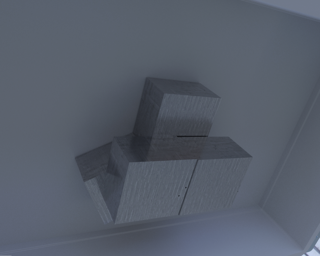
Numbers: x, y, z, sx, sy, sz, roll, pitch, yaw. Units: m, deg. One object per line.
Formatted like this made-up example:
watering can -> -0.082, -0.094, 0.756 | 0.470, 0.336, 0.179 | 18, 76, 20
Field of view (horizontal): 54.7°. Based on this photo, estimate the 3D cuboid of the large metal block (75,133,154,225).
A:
large metal block -> -0.053, 0.065, 0.402 | 0.081, 0.050, 0.080 | -24, 127, -14

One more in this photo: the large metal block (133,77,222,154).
large metal block -> 0.020, -0.014, 0.392 | 0.081, 0.050, 0.079 | 1, 118, -29

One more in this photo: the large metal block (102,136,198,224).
large metal block -> -0.014, 0.056, 0.353 | 0.081, 0.050, 0.079 | 1, 118, -29

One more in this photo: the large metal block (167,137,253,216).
large metal block -> 0.057, 0.058, 0.391 | 0.081, 0.050, 0.079 | 1, 118, -29

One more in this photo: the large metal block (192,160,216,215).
large metal block -> 0.040, 0.070, 0.454 | 0.080, 0.050, 0.080 | -47, 129, 5
